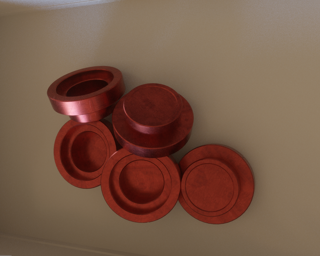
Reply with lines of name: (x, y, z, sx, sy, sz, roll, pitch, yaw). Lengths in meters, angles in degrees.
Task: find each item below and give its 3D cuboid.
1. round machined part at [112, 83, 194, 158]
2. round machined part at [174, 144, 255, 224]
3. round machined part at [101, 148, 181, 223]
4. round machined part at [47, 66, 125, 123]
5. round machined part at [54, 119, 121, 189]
round machined part: (-0.008, -0.016, 0.373, 0.099, 0.042, 0.098, 1, 53, -1)
round machined part: (0.064, 0.069, 0.376, 0.098, 0.042, 0.097, 0, 90, 19)
round machined part: (-0.021, 0.066, 0.394, 0.099, 0.042, 0.097, 1, 96, 6)
round machined part: (-0.094, -0.043, 0.413, 0.098, 0.098, 0.042, 3, 126, 19)
round machined part: (-0.094, 0.032, 0.431, 0.098, 0.042, 0.097, 0, 90, 19)
